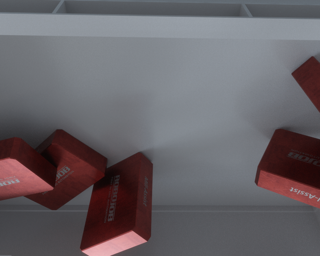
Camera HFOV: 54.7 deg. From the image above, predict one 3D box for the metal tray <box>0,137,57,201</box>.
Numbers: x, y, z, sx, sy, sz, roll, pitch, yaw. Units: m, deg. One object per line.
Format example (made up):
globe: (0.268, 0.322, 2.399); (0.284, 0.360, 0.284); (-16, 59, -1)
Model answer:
metal tray: (-0.215, 0.060, 0.400); (0.131, 0.030, 0.090); (-13, 143, 10)

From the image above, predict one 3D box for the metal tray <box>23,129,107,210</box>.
metal tray: (-0.154, 0.067, 0.461); (0.130, 0.030, 0.090); (-36, 122, 26)

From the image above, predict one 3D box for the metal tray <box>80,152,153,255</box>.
metal tray: (-0.056, 0.103, 0.427); (0.090, 0.130, 0.030); (-28, 124, 21)

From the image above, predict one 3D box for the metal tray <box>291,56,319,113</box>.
metal tray: (0.215, -0.017, 0.352); (0.130, 0.090, 0.030); (33, 120, -23)

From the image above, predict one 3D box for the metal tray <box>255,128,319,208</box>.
metal tray: (0.194, 0.053, 0.378); (0.130, 0.090, 0.030); (18, 132, 25)
